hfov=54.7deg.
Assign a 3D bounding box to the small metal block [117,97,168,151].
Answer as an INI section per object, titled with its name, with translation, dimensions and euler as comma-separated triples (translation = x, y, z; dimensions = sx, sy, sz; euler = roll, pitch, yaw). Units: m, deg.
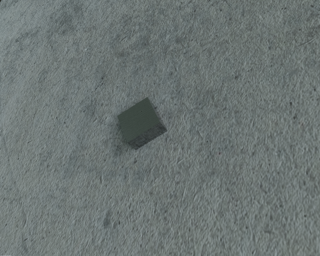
[small metal block]
translation = -0.024, -0.006, 0.421
dimensions = 0.050, 0.025, 0.050
euler = -32, 52, 7
